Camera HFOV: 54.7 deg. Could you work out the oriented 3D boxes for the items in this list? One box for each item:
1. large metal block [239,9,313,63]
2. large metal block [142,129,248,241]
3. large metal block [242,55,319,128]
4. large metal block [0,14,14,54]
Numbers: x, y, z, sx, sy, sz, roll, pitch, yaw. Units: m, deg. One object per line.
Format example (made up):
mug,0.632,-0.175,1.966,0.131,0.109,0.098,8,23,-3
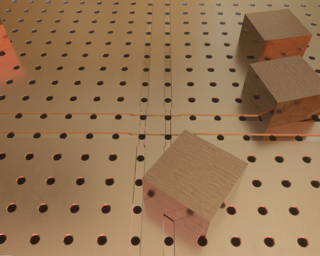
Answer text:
large metal block,0.191,-0.154,0.523,0.081,0.050,0.080,-9,51,-8
large metal block,0.038,0.060,0.341,0.080,0.050,0.080,29,56,22
large metal block,0.176,-0.053,0.438,0.081,0.050,0.080,-12,51,-10
large metal block,-0.306,-0.163,0.525,0.081,0.050,0.080,-21,53,-17
